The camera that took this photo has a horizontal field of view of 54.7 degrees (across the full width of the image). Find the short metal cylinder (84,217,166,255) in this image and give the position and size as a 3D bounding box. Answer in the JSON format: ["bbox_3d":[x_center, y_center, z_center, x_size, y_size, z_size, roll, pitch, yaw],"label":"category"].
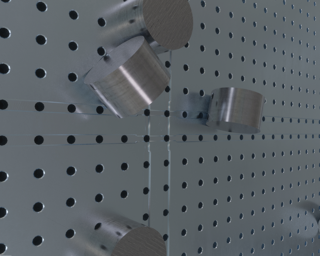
[{"bbox_3d":[-0.039,0.149,0.360,0.081,0.050,0.079,0,90,-40],"label":"short metal cylinder"}]

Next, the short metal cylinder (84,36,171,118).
[{"bbox_3d":[-0.036,-0.057,0.343,0.050,0.080,0.080,52,60,-28],"label":"short metal cylinder"}]

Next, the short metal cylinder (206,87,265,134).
[{"bbox_3d":[0.114,-0.024,0.468,0.081,0.080,0.050,18,79,-39],"label":"short metal cylinder"}]

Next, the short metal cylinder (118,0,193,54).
[{"bbox_3d":[-0.005,-0.134,0.388,0.081,0.050,0.079,0,90,-40],"label":"short metal cylinder"}]
